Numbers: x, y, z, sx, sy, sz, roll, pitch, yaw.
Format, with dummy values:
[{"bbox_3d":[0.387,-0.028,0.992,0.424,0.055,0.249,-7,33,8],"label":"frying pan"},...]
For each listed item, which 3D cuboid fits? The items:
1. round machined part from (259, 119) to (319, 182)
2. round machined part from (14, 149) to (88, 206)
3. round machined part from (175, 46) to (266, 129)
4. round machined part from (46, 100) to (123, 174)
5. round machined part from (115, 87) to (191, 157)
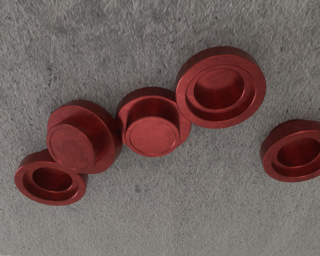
[{"bbox_3d":[0.185,0.027,0.420,0.099,0.042,0.097,0,130,0],"label":"round machined part"},{"bbox_3d":[-0.154,0.067,0.452,0.099,0.042,0.097,0,131,0],"label":"round machined part"},{"bbox_3d":[0.066,-0.049,0.355,0.099,0.042,0.097,0,130,0],"label":"round machined part"},{"bbox_3d":[-0.100,0.017,0.386,0.098,0.042,0.097,9,119,18],"label":"round machined part"},{"bbox_3d":[-0.009,0.000,0.395,0.099,0.042,0.097,0,130,0],"label":"round machined part"}]
